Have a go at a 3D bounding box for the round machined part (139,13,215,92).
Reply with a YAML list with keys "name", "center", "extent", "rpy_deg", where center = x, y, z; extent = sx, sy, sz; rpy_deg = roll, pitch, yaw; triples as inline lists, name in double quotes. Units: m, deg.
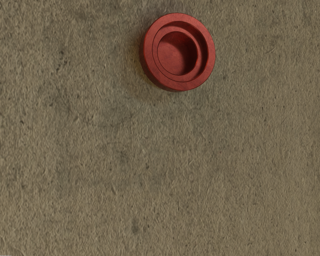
- name: "round machined part"
  center: [0.019, -0.096, 0.407]
  extent: [0.099, 0.042, 0.097]
  rpy_deg: [0, 90, -20]
